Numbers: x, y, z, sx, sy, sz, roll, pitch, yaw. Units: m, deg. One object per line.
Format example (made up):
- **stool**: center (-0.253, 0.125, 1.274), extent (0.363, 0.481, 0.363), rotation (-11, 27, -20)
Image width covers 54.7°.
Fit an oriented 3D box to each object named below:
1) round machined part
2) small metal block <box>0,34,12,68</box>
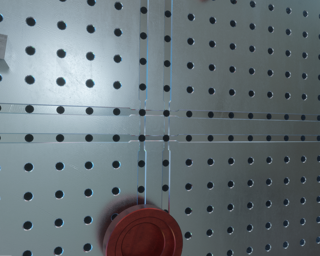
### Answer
- **round machined part**: center (-0.024, 0.146, 0.396), extent (0.099, 0.042, 0.097), rotation (0, 90, -21)
- **small metal block**: center (-0.189, -0.085, 0.329), extent (0.050, 0.050, 0.025), rotation (7, 88, -20)
